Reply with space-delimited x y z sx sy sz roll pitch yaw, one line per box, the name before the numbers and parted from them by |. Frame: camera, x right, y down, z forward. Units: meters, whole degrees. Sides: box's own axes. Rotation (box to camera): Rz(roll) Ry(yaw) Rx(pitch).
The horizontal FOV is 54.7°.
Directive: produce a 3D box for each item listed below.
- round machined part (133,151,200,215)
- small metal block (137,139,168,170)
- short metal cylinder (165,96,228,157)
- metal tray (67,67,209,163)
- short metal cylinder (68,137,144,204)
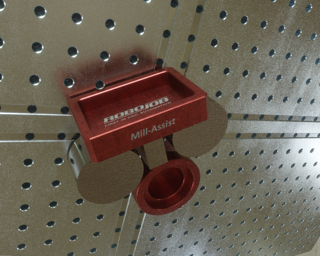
round machined part | 0.005 0.074 0.443 0.099 0.042 0.097 -14 124 -21
small metal block | -0.016 0.016 0.391 0.025 0.050 0.050 -23 127 -15
short metal cylinder | 0.041 -0.008 0.408 0.081 0.050 0.079 -14 124 -21
metal tray | -0.025 -0.021 0.337 0.131 0.090 0.030 -21 127 -15
short metal cylinder | -0.067 0.046 0.382 0.081 0.050 0.079 -14 124 -21
